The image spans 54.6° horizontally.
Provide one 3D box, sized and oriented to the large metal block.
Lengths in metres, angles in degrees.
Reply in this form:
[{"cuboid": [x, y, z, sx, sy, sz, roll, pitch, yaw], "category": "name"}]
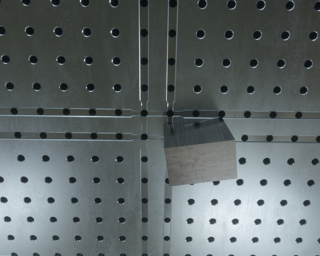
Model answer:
[{"cuboid": [0.048, 0.027, 0.394, 0.080, 0.080, 0.050, -7, 110, 2], "category": "large metal block"}]
